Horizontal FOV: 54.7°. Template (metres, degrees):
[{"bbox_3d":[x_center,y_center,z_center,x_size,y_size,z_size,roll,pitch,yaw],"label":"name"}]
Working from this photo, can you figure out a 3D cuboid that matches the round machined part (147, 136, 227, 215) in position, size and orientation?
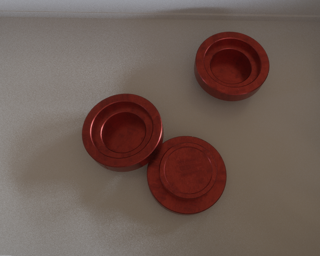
[{"bbox_3d":[0.033,0.055,0.381,0.099,0.042,0.098,0,70,-1],"label":"round machined part"}]

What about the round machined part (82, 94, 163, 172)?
[{"bbox_3d":[-0.044,0.009,0.393,0.099,0.042,0.098,-2,66,5],"label":"round machined part"}]

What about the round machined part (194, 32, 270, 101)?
[{"bbox_3d":[0.097,-0.081,0.431,0.099,0.042,0.098,0,70,-1],"label":"round machined part"}]
